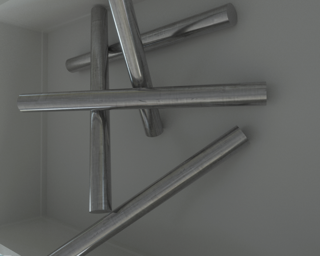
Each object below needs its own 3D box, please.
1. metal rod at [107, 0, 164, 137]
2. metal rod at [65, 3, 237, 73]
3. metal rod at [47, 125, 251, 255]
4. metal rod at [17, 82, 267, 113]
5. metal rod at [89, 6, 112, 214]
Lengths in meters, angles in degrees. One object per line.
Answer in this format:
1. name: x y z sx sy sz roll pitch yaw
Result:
1. metal rod: -0.038 -0.117 0.336 0.025 0.025 0.298 17 134 39
2. metal rod: -0.036 -0.116 0.436 0.300 0.025 0.025 -4 87 40
3. metal rod: -0.031 0.094 0.353 0.300 0.025 0.025 -35 66 7
4. metal rod: -0.035 -0.034 0.363 0.301 0.025 0.025 -1 90 17
5. metal rod: -0.079 -0.041 0.409 0.025 0.025 0.299 -26 59 37
